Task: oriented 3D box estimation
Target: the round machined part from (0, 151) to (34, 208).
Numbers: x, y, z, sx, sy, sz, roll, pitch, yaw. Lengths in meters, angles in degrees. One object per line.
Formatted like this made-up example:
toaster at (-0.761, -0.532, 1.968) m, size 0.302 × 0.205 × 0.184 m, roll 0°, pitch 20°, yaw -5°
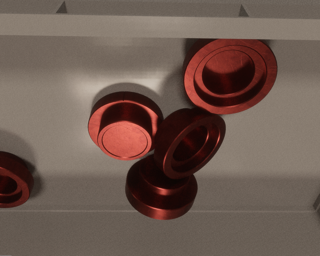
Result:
round machined part at (-0.236, 0.072, 0.456) m, size 0.099 × 0.042 × 0.097 m, roll -1°, pitch 130°, yaw 0°

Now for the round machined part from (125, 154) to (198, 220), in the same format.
round machined part at (0.004, 0.072, 0.423) m, size 0.099 × 0.098 × 0.042 m, roll 7°, pitch 127°, yaw -7°

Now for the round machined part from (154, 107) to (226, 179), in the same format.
round machined part at (0.032, 0.014, 0.391) m, size 0.099 × 0.042 × 0.097 m, roll -26°, pitch 139°, yaw -25°

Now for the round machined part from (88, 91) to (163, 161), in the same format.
round machined part at (-0.044, 0.004, 0.401) m, size 0.099 × 0.042 × 0.097 m, roll -1°, pitch 130°, yaw 0°

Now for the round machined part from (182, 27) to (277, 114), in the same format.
round machined part at (0.074, -0.066, 0.343) m, size 0.099 × 0.042 × 0.097 m, roll -1°, pitch 130°, yaw 0°
